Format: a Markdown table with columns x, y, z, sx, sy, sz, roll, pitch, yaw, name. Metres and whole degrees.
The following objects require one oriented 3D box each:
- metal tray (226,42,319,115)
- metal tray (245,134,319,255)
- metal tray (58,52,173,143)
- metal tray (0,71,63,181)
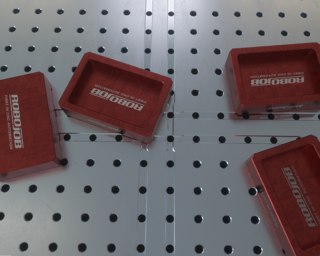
| x | y | z | sx | sy | sz | roll | pitch | yaw | name |
| --- | --- | --- | --- | --- | --- | --- | --- | --- | --- |
| 0.166 | -0.070 | 0.435 | 0.131 | 0.030 | 0.090 | -5 | 70 | -2 | metal tray |
| 0.174 | 0.082 | 0.379 | 0.090 | 0.030 | 0.130 | -18 | 71 | -7 | metal tray |
| -0.058 | -0.043 | 0.424 | 0.130 | 0.030 | 0.090 | 19 | 71 | 7 | metal tray |
| -0.187 | -0.004 | 0.410 | 0.091 | 0.030 | 0.130 | -14 | 71 | -5 | metal tray |
